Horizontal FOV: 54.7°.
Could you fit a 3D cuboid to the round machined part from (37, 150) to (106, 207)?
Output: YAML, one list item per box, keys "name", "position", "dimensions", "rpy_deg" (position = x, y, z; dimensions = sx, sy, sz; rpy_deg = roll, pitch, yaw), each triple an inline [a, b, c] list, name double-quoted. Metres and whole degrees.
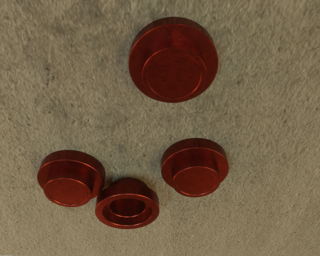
- name: "round machined part"
  position: [-0.134, 0.082, 0.464]
  dimensions: [0.099, 0.042, 0.097]
  rpy_deg: [0, 130, 0]

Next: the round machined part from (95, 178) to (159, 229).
- name: "round machined part"
  position: [-0.051, 0.117, 0.493]
  dimensions: [0.099, 0.042, 0.097]
  rpy_deg: [-2, 132, -2]

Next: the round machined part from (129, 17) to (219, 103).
- name: "round machined part"
  position: [0.015, -0.066, 0.340]
  dimensions: [0.099, 0.042, 0.097]
  rpy_deg: [-1, 130, 0]

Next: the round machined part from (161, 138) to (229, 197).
- name: "round machined part"
  position: [0.051, 0.064, 0.452]
  dimensions: [0.099, 0.042, 0.097]
  rpy_deg: [-1, 130, 0]
